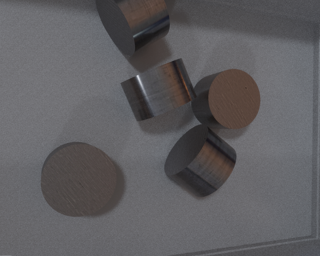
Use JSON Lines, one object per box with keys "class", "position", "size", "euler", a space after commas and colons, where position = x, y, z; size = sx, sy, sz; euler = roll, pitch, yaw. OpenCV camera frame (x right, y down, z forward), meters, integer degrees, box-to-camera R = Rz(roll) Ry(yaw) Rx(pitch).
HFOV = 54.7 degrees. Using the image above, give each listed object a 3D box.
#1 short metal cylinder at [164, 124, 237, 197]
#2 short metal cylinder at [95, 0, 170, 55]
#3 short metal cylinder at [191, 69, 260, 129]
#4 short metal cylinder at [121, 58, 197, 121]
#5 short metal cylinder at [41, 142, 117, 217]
{"class": "short metal cylinder", "position": [0.051, 0.042, 0.402], "size": [0.050, 0.080, 0.080], "euler": [39, 77, -16]}
{"class": "short metal cylinder", "position": [-0.033, -0.135, 0.370], "size": [0.050, 0.080, 0.080], "euler": [-35, 102, -17]}
{"class": "short metal cylinder", "position": [0.091, -0.038, 0.432], "size": [0.081, 0.050, 0.079], "euler": [0, 90, -21]}
{"class": "short metal cylinder", "position": [-0.001, -0.047, 0.382], "size": [0.081, 0.080, 0.050], "euler": [-25, 99, -19]}
{"class": "short metal cylinder", "position": [-0.096, 0.057, 0.362], "size": [0.081, 0.050, 0.079], "euler": [0, 90, -21]}
